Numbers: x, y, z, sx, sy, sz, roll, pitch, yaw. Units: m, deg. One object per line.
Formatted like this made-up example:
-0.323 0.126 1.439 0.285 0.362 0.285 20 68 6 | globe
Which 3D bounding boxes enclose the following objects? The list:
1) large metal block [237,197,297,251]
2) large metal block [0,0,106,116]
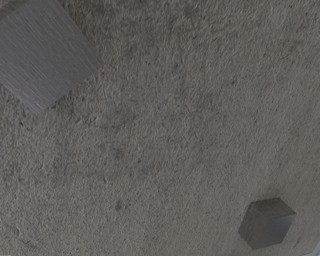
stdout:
0.216 0.193 0.628 0.081 0.050 0.079 -1 119 -28 | large metal block
-0.112 -0.073 0.284 0.080 0.050 0.080 -38 129 -3 | large metal block
